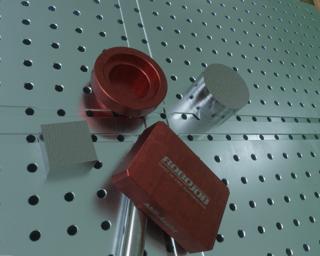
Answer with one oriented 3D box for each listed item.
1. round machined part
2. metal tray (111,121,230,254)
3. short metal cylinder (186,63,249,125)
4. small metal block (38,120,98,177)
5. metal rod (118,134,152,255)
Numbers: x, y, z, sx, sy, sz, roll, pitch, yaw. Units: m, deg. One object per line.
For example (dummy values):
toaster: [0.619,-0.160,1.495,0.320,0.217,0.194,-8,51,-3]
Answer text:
round machined part: [-0.043,-0.056,0.410,0.099,0.042,0.098,13,56,-21]
metal tray: [0.019,0.066,0.353,0.130,0.030,0.090,46,44,-13]
short metal cylinder: [0.088,-0.051,0.473,0.081,0.050,0.080,14,56,-21]
small metal block: [-0.102,0.021,0.341,0.050,0.025,0.050,-7,66,-32]
metal rod: [-0.030,0.137,0.309,0.025,0.025,0.300,19,54,-18]
